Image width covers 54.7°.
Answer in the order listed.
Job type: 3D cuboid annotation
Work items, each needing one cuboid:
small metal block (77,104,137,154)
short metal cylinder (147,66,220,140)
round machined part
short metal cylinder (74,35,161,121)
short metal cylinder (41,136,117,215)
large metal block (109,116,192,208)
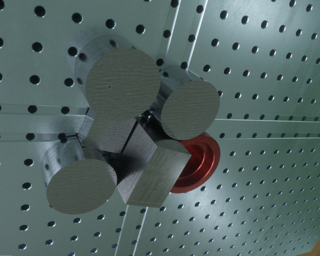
[{"bbox_3d":[-0.064,0.000,0.375,0.050,0.025,0.050,16,110,-35],"label":"small metal block"},{"bbox_3d":[0.027,-0.032,0.390,0.081,0.050,0.079,-14,124,-21],"label":"short metal cylinder"},{"bbox_3d":[0.034,0.042,0.444,0.099,0.042,0.097,-14,124,-21],"label":"round machined part"},{"bbox_3d":[-0.047,-0.054,0.336,0.081,0.050,0.079,-14,124,-21],"label":"short metal cylinder"},{"bbox_3d":[-0.099,0.057,0.376,0.081,0.050,0.079,-14,124,-21],"label":"short metal cylinder"},{"bbox_3d":[-0.018,0.040,0.386,0.050,0.080,0.080,17,110,-35],"label":"large metal block"}]
